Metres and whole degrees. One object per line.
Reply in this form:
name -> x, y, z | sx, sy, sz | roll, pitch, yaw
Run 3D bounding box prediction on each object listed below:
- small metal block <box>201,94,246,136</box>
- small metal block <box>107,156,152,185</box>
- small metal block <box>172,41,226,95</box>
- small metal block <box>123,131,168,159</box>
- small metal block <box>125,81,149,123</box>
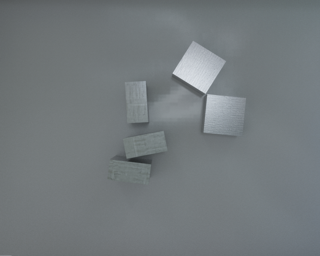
small metal block -> 0.084, -0.016, 0.412 | 0.050, 0.025, 0.050 | 6, 90, 0
small metal block -> -0.037, 0.053, 0.398 | 0.050, 0.050, 0.025 | 7, 90, 0
small metal block -> 0.051, -0.078, 0.412 | 0.050, 0.025, 0.050 | 32, 90, 0
small metal block -> -0.018, 0.020, 0.399 | 0.050, 0.050, 0.025 | -11, 90, 0
small metal block -> -0.028, -0.031, 0.398 | 0.025, 0.050, 0.050 | -3, 90, 0
